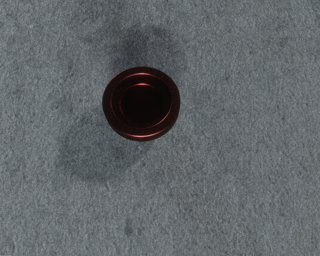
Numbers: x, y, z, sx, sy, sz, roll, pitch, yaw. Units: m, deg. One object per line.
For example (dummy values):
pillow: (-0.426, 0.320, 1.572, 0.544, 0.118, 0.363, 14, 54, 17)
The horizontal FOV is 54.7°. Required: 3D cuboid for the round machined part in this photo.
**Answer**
round machined part: (-0.024, -0.028, 0.409, 0.099, 0.042, 0.098, 0, 70, -1)
